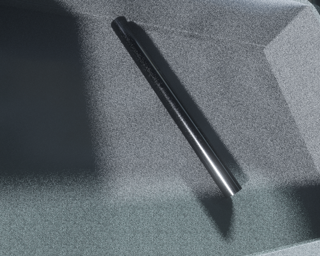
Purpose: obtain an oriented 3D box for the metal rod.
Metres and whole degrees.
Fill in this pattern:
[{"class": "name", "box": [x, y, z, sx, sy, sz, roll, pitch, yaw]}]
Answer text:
[{"class": "metal rod", "box": [0.017, -0.037, 0.436, 0.025, 0.025, 0.299, -24, 75, -36]}]
